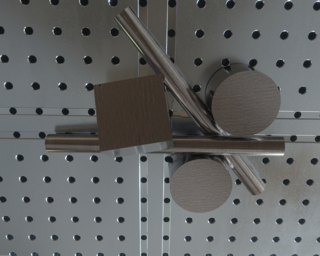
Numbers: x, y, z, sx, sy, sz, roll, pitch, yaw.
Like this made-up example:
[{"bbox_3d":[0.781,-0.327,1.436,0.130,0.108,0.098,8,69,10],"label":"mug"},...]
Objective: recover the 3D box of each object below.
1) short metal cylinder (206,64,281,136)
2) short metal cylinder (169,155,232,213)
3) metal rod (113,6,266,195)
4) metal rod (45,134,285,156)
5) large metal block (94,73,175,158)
[{"bbox_3d":[0.100,-0.036,0.384,0.081,0.050,0.079,0,110,0],"label":"short metal cylinder"},{"bbox_3d":[0.053,0.067,0.421,0.081,0.050,0.079,0,110,0],"label":"short metal cylinder"},{"bbox_3d":[0.047,-0.023,0.402,0.025,0.025,0.300,-36,107,12],"label":"metal rod"},{"bbox_3d":[0.002,0.021,0.399,0.302,0.025,0.025,0,110,6],"label":"metal rod"},{"bbox_3d":[-0.030,-0.012,0.372,0.080,0.050,0.080,-9,75,3],"label":"large metal block"}]
